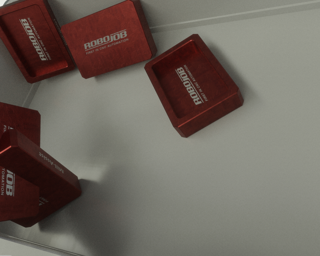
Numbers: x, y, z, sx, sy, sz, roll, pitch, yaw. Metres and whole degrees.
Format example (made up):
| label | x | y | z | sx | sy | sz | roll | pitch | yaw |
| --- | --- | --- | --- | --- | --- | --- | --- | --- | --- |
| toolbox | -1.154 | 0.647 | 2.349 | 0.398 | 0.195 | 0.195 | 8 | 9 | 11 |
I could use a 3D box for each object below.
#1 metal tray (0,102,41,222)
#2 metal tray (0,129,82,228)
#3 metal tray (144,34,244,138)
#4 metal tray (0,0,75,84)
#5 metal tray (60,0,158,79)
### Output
| label | x | y | z | sx | sy | sz | roll | pitch | yaw |
| --- | --- | --- | --- | --- | --- | --- | --- | --- | --- |
| metal tray | -0.181 | 0.038 | 0.350 | 0.030 | 0.090 | 0.129 | -8 | 79 | 25 |
| metal tray | -0.171 | 0.067 | 0.381 | 0.090 | 0.130 | 0.030 | -33 | 48 | 1 |
| metal tray | 0.041 | -0.061 | 0.418 | 0.090 | 0.030 | 0.130 | -31 | 52 | 8 |
| metal tray | -0.212 | -0.149 | 0.529 | 0.090 | 0.129 | 0.030 | -18 | 35 | 2 |
| metal tray | -0.080 | -0.139 | 0.490 | 0.130 | 0.090 | 0.030 | -13 | 22 | 21 |
